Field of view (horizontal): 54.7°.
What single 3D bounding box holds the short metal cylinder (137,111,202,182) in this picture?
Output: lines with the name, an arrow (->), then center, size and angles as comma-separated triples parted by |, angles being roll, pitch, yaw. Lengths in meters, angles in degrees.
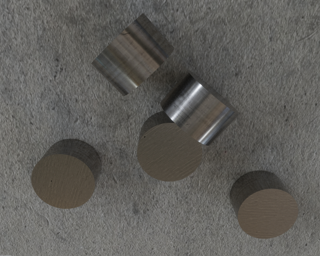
short metal cylinder -> 0.012, 0.022, 0.405 | 0.081, 0.050, 0.079 | 0, 110, 0

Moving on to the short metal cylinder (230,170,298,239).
short metal cylinder -> 0.144, 0.107, 0.437 | 0.081, 0.050, 0.079 | 0, 110, 0

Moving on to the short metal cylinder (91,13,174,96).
short metal cylinder -> -0.030, -0.082, 0.350 | 0.080, 0.080, 0.050 | -40, 105, 13

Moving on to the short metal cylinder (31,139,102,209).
short metal cylinder -> -0.123, 0.061, 0.418 | 0.081, 0.050, 0.079 | 0, 110, 0

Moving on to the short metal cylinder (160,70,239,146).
short metal cylinder -> 0.048, -0.024, 0.372 | 0.080, 0.080, 0.050 | 37, 106, -13
